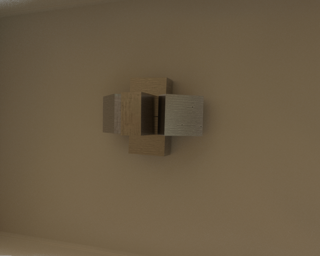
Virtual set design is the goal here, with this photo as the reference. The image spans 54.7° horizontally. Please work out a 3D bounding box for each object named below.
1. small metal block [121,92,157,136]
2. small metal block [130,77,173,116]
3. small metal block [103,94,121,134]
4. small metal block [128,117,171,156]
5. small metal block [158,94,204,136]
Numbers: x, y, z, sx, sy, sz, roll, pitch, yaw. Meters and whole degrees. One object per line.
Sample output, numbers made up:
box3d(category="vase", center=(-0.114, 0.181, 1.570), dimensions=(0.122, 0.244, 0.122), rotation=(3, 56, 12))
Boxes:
box3d(category="small metal block", center=(-0.025, -0.016, 0.377), dimensions=(0.025, 0.050, 0.050), rotation=(1, 90, 19))
box3d(category="small metal block", center=(-0.012, -0.040, 0.412), dimensions=(0.050, 0.025, 0.050), rotation=(3, 91, 19))
box3d(category="small metal block", center=(-0.057, -0.018, 0.414), dimensions=(0.050, 0.025, 0.050), rotation=(2, 91, 63))
box3d(category="small metal block", center=(-0.013, 0.010, 0.413), dimensions=(0.050, 0.025, 0.050), rotation=(3, 91, 20))
box3d(category="small metal block", center=(0.025, -0.016, 0.387), dimensions=(0.050, 0.025, 0.050), rotation=(1, 91, -20))
